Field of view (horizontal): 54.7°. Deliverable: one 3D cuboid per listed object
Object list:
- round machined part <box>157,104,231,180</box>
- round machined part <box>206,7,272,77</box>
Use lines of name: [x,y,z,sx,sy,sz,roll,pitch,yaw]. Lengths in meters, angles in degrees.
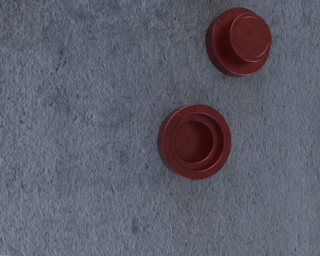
round machined part: [0.042,0.018,0.415,0.099,0.042,0.097,0,90,-20]
round machined part: [0.119,-0.125,0.443,0.099,0.042,0.097,0,90,-20]
